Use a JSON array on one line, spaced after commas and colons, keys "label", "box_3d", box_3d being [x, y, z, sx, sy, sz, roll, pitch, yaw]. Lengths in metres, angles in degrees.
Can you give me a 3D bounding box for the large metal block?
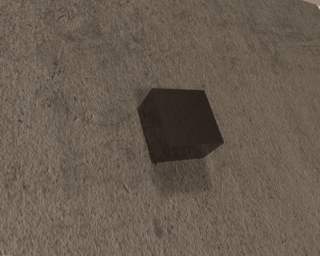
[{"label": "large metal block", "box_3d": [0.025, -0.004, 0.405, 0.081, 0.050, 0.080, -2, 63, -30]}]
